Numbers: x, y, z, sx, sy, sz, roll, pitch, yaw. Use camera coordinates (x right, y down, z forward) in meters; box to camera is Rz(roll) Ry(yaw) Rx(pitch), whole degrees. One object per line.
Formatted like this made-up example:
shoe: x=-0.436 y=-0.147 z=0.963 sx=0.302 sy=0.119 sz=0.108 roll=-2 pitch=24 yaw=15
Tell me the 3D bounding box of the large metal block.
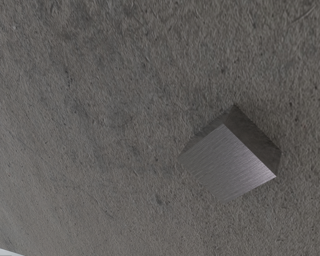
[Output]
large metal block: x=0.082 y=0.032 z=0.368 sx=0.080 sy=0.050 sz=0.080 roll=45 pitch=129 yaw=-3
